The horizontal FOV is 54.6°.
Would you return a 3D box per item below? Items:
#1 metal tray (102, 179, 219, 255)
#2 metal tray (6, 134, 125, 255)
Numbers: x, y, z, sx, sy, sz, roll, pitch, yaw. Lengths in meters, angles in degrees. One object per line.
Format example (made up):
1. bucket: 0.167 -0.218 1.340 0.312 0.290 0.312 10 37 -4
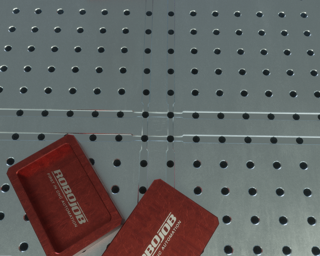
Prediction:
1. metal tray: -0.003 0.137 0.359 0.090 0.030 0.130 33 73 11
2. metal tray: -0.114 0.084 0.377 0.090 0.030 0.130 -31 73 -11
